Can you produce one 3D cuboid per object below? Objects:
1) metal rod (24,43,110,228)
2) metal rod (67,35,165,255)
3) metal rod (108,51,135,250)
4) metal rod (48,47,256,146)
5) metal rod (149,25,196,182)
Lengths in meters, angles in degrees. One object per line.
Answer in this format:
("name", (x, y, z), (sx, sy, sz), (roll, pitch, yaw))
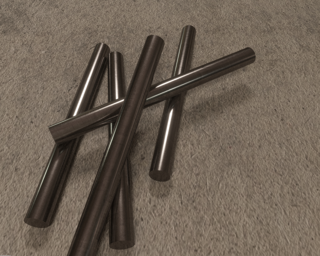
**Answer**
("metal rod", (-0.111, -0.016, 0.415), (0.025, 0.025, 0.300), (5, 50, 4))
("metal rod", (-0.044, 0.017, 0.343), (0.025, 0.025, 0.300), (12, 65, 9))
("metal rod", (-0.054, 0.001, 0.401), (0.025, 0.025, 0.300), (-5, 50, -4))
("metal rod", (0.004, -0.049, 0.410), (0.302, 0.025, 0.025), (-25, 55, -20))
("metal rod", (0.025, -0.058, 0.451), (0.025, 0.025, 0.300), (8, 50, 6))
